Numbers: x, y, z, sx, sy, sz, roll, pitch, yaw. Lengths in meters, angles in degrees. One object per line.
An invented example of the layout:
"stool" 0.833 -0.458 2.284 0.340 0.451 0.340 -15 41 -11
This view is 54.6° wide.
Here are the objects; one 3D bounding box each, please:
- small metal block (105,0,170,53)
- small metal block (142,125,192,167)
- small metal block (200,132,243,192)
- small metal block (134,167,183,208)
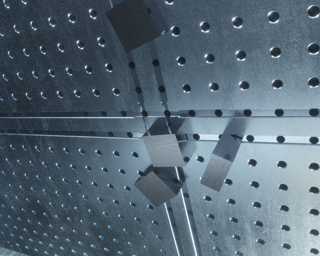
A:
"small metal block" -0.025 -0.120 0.351 0.050 0.025 0.050 -17 110 35
"small metal block" 0.010 0.025 0.422 0.050 0.025 0.050 -5 116 30
"small metal block" 0.076 0.041 0.381 0.025 0.050 0.050 24 127 14
"small metal block" -0.003 0.085 0.466 0.050 0.025 0.050 46 129 -4
